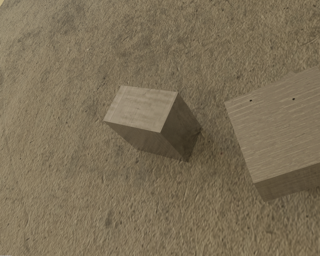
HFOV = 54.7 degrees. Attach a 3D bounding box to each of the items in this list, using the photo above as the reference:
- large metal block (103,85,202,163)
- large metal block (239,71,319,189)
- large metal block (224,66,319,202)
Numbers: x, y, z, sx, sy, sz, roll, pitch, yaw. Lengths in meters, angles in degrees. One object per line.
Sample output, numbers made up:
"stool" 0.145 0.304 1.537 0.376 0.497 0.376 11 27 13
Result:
"large metal block" -0.006 -0.005 0.375 0.080 0.080 0.050 11 68 33
"large metal block" 0.136 0.002 0.315 0.080 0.050 0.080 -41 51 0
"large metal block" 0.110 0.007 0.262 0.080 0.050 0.080 -22 54 15
